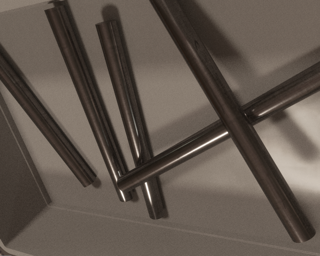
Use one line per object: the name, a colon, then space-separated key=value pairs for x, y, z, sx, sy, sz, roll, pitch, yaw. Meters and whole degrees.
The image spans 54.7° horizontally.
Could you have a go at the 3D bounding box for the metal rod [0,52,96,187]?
metal rod: x=-0.200 y=-0.028 z=0.493 sx=0.025 sy=0.025 sz=0.299 roll=-25 pitch=106 yaw=36

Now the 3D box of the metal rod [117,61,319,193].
metal rod: x=0.055 y=0.013 z=0.368 sx=0.299 sy=0.025 sz=0.025 roll=-33 pitch=101 yaw=32

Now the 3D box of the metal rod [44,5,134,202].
metal rod: x=-0.092 y=-0.018 z=0.443 sx=0.025 sy=0.025 sz=0.298 roll=-2 pitch=118 yaw=29

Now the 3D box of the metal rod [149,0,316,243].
metal rod: x=0.071 y=-0.018 z=0.319 sx=0.025 sy=0.025 sz=0.299 roll=-31 pitch=89 yaw=37

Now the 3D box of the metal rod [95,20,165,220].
metal rod: x=-0.034 y=0.006 z=0.429 sx=0.025 sy=0.025 sz=0.298 roll=2 pitch=119 yaw=27
